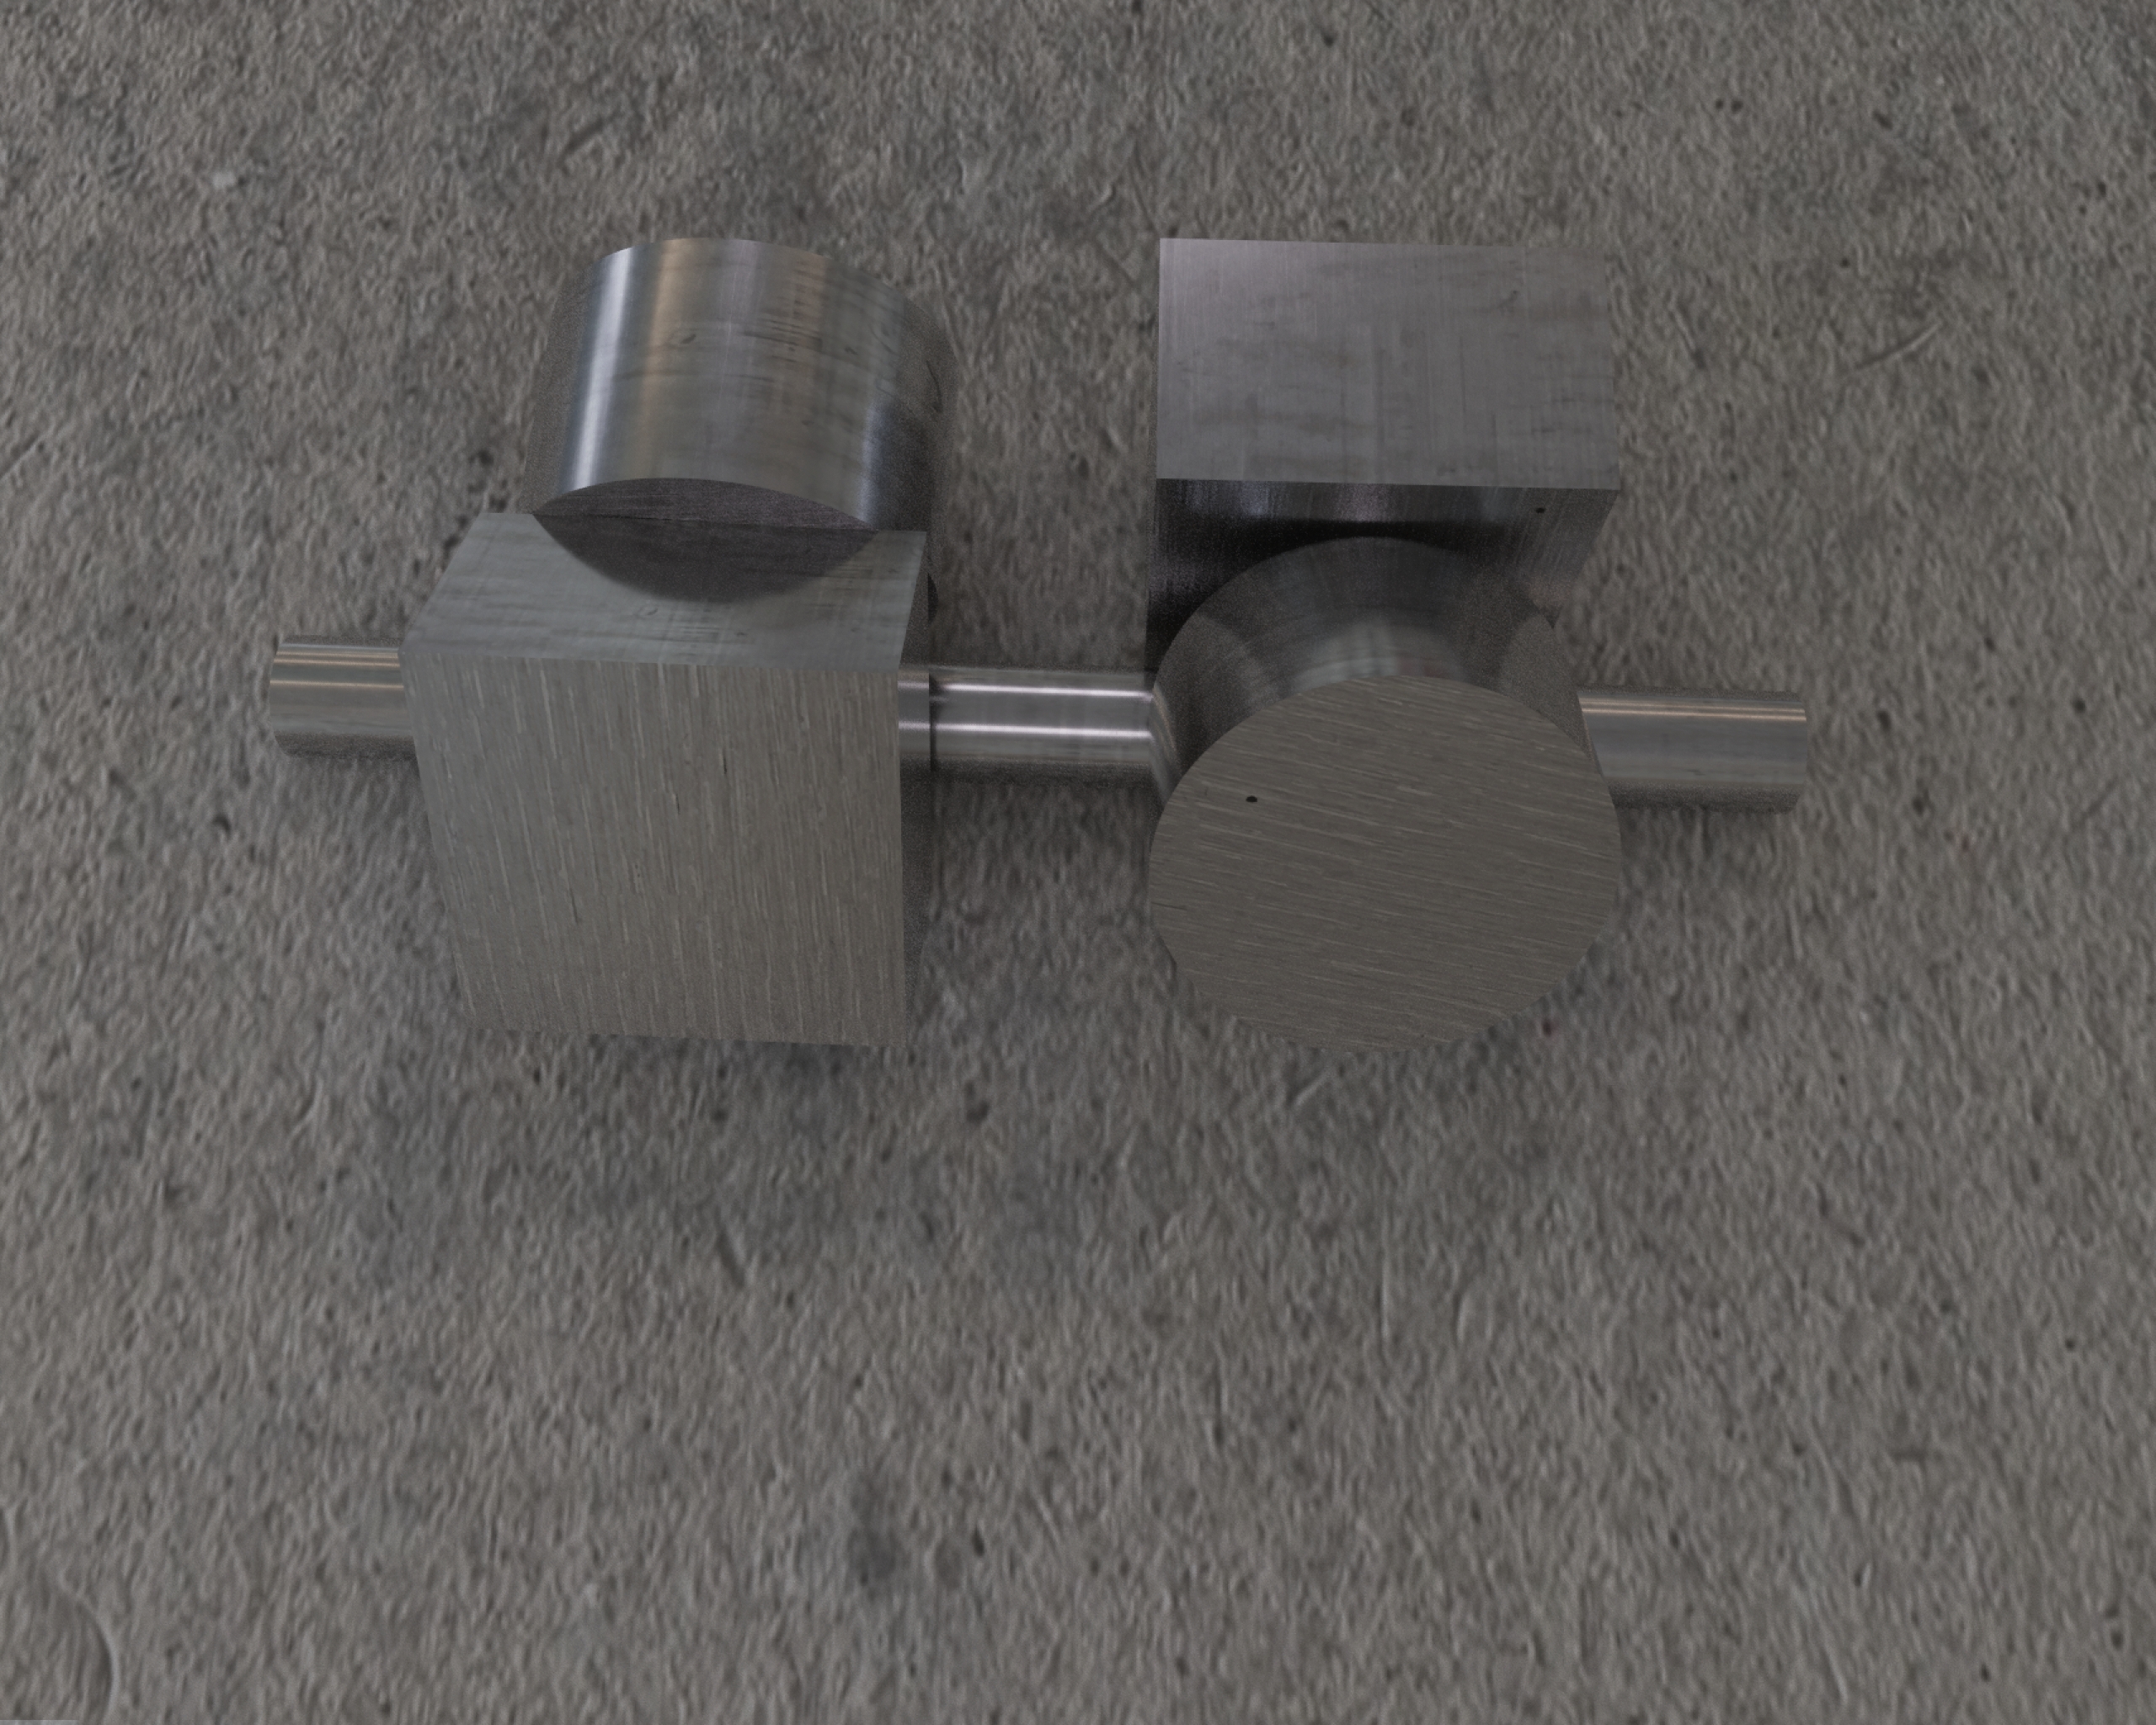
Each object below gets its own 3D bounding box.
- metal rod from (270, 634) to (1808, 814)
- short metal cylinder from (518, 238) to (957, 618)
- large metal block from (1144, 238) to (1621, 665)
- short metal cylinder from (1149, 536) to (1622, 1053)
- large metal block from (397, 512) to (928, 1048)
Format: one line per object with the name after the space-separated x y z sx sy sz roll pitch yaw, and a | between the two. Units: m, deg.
-0.008 -0.028 0.421 0.302 0.025 0.025 2 70 0 | metal rod
-0.065 -0.076 0.407 0.080 0.080 0.050 3 70 1 | short metal cylinder
0.055 -0.076 0.408 0.080 0.080 0.050 1 70 0 | large metal block
0.053 -0.012 0.378 0.080 0.079 0.050 2 35 0 | short metal cylinder
-0.069 -0.015 0.378 0.080 0.079 0.050 3 36 0 | large metal block
